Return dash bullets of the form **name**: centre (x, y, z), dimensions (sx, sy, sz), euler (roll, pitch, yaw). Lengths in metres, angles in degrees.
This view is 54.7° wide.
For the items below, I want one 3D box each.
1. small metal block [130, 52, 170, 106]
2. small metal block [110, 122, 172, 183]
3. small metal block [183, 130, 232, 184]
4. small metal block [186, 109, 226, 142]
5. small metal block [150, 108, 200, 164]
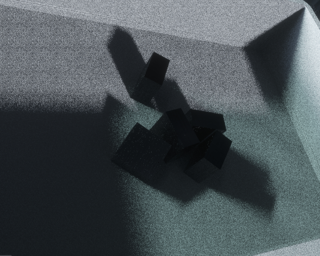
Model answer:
- **small metal block**: centre (-0.013, -0.067, 0.425), dimensions (0.025, 0.050, 0.050), euler (26, 53, -13)
- **small metal block**: centre (-0.022, 0.030, 0.369), dimensions (0.050, 0.025, 0.050), euler (34, 65, -6)
- **small metal block**: centre (0.062, 0.038, 0.402), dimensions (0.025, 0.050, 0.050), euler (37, 51, -4)
- **small metal block**: centre (0.052, 0.001, 0.419), dimensions (0.050, 0.050, 0.025), euler (8, 58, -25)
- **small metal block**: centre (0.017, 0.010, 0.394), dimensions (0.025, 0.050, 0.050), euler (-16, 70, -35)
